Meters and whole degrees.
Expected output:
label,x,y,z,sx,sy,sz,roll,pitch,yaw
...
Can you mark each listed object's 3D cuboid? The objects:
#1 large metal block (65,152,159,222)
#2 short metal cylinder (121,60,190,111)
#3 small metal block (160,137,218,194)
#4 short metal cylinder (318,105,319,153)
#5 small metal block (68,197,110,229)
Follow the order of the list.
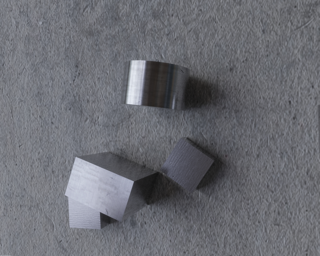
label,x,y,z,sx,sy,sz,roll,pitch,yaw
large metal block,-0.059,0.071,0.399,0.080,0.080,0.050,20,97,18
short metal cylinder,-0.006,-0.050,0.381,0.080,0.080,0.050,7,93,19
small metal block,0.037,0.047,0.395,0.050,0.025,0.050,35,101,16
short metal cylinder,0.203,0.000,0.309,0.080,0.080,0.050,-2,90,19
small metal block,-0.102,0.115,0.443,0.050,0.025,0.050,-3,89,19
